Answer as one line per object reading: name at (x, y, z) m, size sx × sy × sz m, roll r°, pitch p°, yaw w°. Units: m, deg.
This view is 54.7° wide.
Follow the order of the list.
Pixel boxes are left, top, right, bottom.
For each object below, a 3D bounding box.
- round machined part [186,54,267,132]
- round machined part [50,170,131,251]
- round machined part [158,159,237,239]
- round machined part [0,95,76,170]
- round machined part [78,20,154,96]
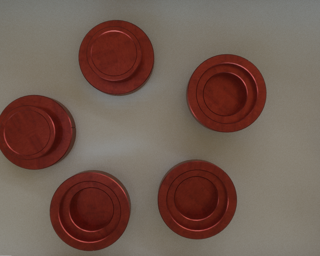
round machined part at (0.083, -0.043, 0.404) m, size 0.099 × 0.042 × 0.097 m, roll 0°, pitch 90°, yaw -1°
round machined part at (-0.087, 0.103, 0.402) m, size 0.099 × 0.042 × 0.097 m, roll 0°, pitch 90°, yaw -1°
round machined part at (0.046, 0.089, 0.404) m, size 0.099 × 0.042 × 0.097 m, roll 0°, pitch 90°, yaw -1°
round machined part at (-0.163, 0.006, 0.401) m, size 0.099 × 0.042 × 0.097 m, roll 0°, pitch 90°, yaw -1°
round machined part at (-0.057, -0.092, 0.402) m, size 0.099 × 0.042 × 0.097 m, roll 0°, pitch 90°, yaw -1°
